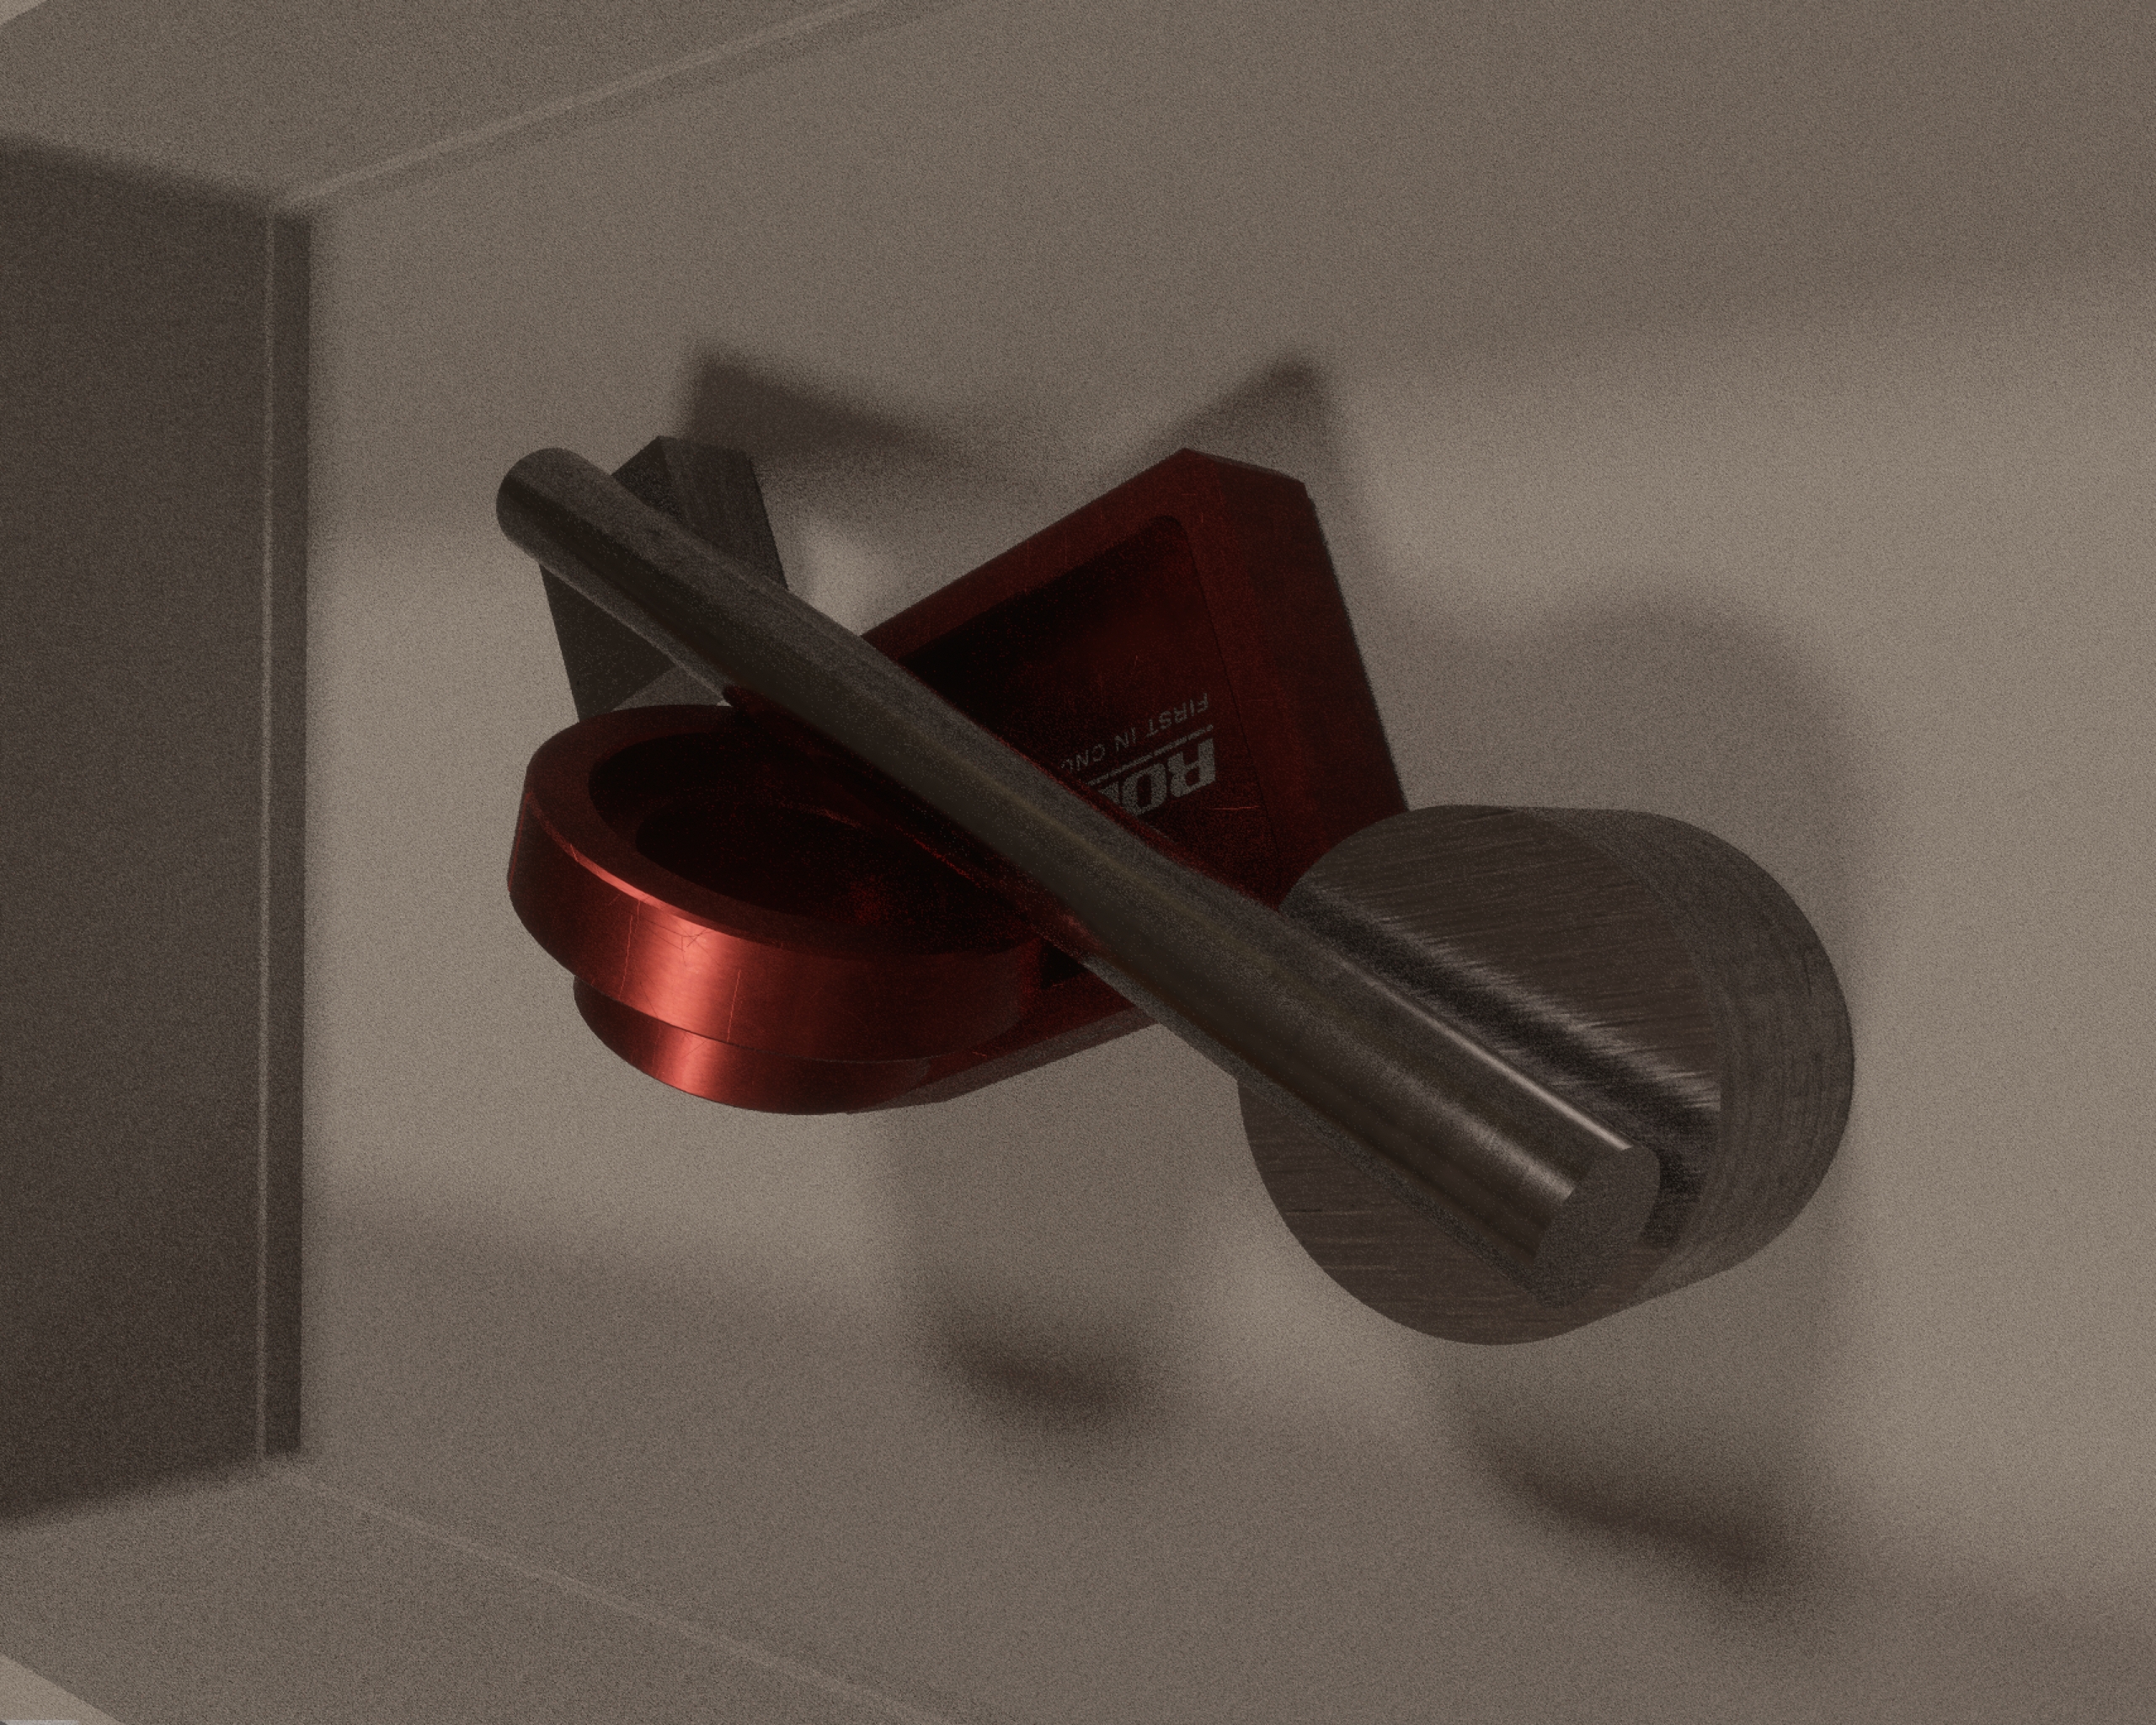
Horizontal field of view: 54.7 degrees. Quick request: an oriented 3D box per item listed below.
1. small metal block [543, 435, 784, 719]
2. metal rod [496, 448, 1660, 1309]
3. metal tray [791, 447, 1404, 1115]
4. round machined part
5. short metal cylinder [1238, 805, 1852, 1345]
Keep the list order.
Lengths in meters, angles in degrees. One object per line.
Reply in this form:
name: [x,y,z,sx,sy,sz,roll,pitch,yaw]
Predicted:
small metal block: [-0.095,-0.063,0.481,0.050,0.025,0.050,-28,73,36]
metal rod: [-0.025,-0.017,0.371,0.300,0.025,0.025,35,111,41]
metal tray: [-0.005,-0.011,0.403,0.130,0.030,0.090,-24,75,37]
round machined part: [-0.055,0.011,0.383,0.098,0.099,0.042,34,119,34]
short metal cylinder: [0.072,0.031,0.328,0.080,0.050,0.079,0,90,39]
